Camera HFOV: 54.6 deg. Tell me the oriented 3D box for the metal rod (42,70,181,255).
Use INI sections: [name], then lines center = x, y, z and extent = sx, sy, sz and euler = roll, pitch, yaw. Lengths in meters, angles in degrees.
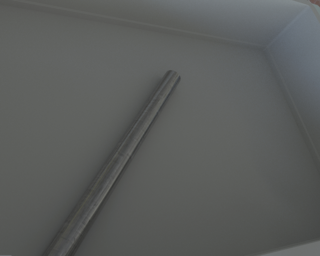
[metal rod]
center = -0.040, 0.026, 0.367
extent = 0.025, 0.025, 0.301
euler = 35, 51, -5
